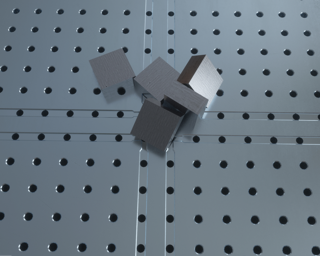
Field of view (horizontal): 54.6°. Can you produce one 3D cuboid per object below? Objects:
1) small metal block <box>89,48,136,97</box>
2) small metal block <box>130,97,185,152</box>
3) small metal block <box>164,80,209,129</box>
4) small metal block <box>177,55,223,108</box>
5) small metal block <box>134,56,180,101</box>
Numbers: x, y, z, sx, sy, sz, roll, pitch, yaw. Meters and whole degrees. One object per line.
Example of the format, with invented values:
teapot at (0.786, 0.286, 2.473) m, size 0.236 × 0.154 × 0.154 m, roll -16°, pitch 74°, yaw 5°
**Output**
small metal block at (-0.066, -0.079, 0.440) m, size 0.050 × 0.025 × 0.050 m, roll -23°, pitch 72°, yaw -8°
small metal block at (-0.003, -0.005, 0.401) m, size 0.050 × 0.025 × 0.050 m, roll 28°, pitch 107°, yaw 9°
small metal block at (0.033, -0.030, 0.410) m, size 0.050 × 0.050 × 0.025 m, roll 33°, pitch 74°, yaw 11°
small metal block at (0.054, -0.062, 0.418) m, size 0.025 × 0.050 × 0.050 m, roll 8°, pitch 60°, yaw 47°
small metal block at (-0.001, -0.064, 0.435) m, size 0.050 × 0.025 × 0.050 m, roll 43°, pitch 75°, yaw 14°
